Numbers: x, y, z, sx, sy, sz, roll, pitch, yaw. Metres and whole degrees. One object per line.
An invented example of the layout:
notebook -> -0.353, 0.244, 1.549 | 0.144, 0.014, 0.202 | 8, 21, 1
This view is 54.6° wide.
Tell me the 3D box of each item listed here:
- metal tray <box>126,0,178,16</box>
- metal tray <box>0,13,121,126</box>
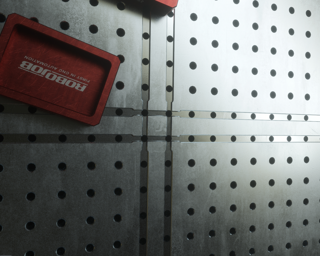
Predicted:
metal tray -> -0.033, -0.213, 0.397 | 0.131, 0.030, 0.090 | 15, 85, -20
metal tray -> -0.123, -0.064, 0.364 | 0.131, 0.030, 0.090 | 20, 83, -19
